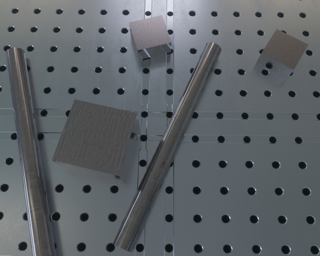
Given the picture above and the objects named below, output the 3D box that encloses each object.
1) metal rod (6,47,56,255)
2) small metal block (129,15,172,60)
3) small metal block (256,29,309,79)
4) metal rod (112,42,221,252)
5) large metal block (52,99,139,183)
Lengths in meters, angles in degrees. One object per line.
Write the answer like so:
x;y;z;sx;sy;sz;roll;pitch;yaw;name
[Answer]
-0.169;0.026;0.400;0.025;0.025;0.299;-15;71;-5;metal rod
-0.014;-0.135;0.461;0.050;0.025;0.050;-15;71;-6;small metal block
0.178;-0.109;0.453;0.050;0.025;0.050;31;73;10;small metal block
0.017;0.011;0.407;0.025;0.025;0.300;23;71;8;metal rod
-0.076;0.018;0.391;0.080;0.050;0.080;13;71;4;large metal block
